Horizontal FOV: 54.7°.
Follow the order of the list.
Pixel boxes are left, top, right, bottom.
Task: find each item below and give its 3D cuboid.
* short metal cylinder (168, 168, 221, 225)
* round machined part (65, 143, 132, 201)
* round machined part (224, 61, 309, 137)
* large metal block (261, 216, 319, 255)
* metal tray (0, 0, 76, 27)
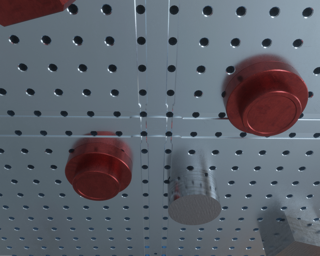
[{"bbox_3d":[0.052,0.109,0.489,0.081,0.050,0.079,0,130,0],"label":"short metal cylinder"},{"bbox_3d":[-0.092,0.072,0.460,0.099,0.042,0.097,0,130,0],"label":"round machined part"},{"bbox_3d":[0.131,-0.028,0.378,0.099,0.042,0.097,0,130,0],"label":"round machined part"},{"bbox_3d":[0.253,0.216,0.582,0.081,0.050,0.079,17,128,-14],"label":"large metal block"},{"bbox_3d":[-0.136,-0.155,0.254,0.090,0.030,0.130,-1,134,30],"label":"metal tray"}]
